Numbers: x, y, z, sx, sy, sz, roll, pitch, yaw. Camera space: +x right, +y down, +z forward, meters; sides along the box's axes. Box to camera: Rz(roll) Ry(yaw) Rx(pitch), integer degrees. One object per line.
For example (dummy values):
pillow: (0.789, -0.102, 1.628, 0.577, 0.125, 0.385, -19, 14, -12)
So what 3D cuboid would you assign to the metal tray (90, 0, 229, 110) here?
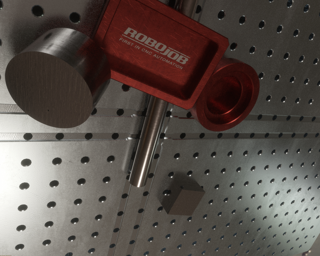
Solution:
metal tray: (-0.004, -0.084, 0.331, 0.131, 0.030, 0.089, 21, 111, -21)

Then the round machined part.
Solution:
round machined part: (0.081, -0.048, 0.417, 0.099, 0.042, 0.097, -14, 125, -21)

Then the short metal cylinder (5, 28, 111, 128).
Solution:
short metal cylinder: (-0.093, -0.046, 0.292, 0.080, 0.050, 0.079, 7, 130, 9)

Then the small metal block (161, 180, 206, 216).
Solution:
small metal block: (0.038, 0.114, 0.505, 0.050, 0.025, 0.050, 15, 111, -35)

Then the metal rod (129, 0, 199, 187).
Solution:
metal rod: (0.005, -0.054, 0.382, 0.025, 0.025, 0.298, 1, 118, -30)
